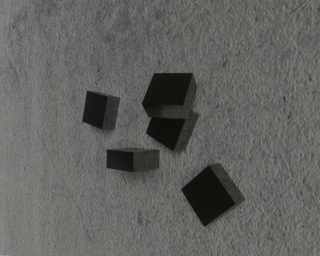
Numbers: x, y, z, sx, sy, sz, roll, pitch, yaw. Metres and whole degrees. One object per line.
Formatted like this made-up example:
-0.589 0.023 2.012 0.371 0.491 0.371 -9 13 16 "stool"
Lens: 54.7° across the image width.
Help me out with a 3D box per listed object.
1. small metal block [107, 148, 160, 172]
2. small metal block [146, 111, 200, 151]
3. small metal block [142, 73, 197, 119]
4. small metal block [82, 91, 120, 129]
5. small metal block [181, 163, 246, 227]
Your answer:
-0.036 0.042 0.419 0.050 0.050 0.025 2 91 40 "small metal block"
0.015 -0.005 0.393 0.050 0.025 0.050 31 109 35 "small metal block"
0.012 -0.039 0.370 0.050 0.025 0.050 4 55 22 "small metal block"
-0.092 -0.028 0.481 0.050 0.025 0.050 18 101 38 "small metal block"
0.060 0.076 0.355 0.050 0.025 0.050 -47 62 29 "small metal block"
